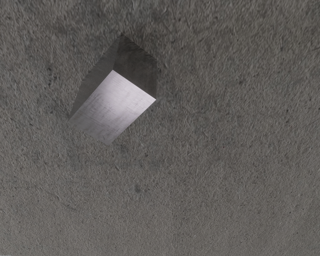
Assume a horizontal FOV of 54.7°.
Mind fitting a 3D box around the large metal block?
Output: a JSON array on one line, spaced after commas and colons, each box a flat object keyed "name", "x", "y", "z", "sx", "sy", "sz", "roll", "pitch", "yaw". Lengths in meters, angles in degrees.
[{"name": "large metal block", "x": -0.049, "y": -0.042, "z": 0.335, "sx": 0.050, "sy": 0.080, "sz": 0.080, "roll": 33, "pitch": 123, "yaw": -25}]
